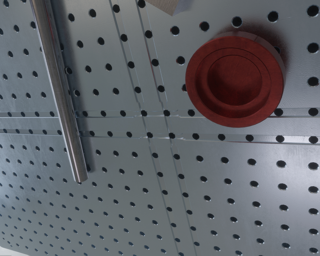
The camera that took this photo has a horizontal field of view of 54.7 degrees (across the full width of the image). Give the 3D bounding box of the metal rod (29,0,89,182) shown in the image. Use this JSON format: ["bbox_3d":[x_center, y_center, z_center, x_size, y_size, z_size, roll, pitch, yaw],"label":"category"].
[{"bbox_3d":[-0.144,-0.042,0.460,0.025,0.025,0.298,10,123,22],"label":"metal rod"}]

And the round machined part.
[{"bbox_3d":[0.080,-0.053,0.325,0.098,0.042,0.097,13,124,21],"label":"round machined part"}]

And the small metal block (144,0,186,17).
[{"bbox_3d":[0.006,-0.151,0.315,0.050,0.025,0.050,32,129,7],"label":"small metal block"}]
